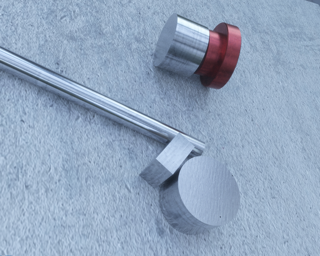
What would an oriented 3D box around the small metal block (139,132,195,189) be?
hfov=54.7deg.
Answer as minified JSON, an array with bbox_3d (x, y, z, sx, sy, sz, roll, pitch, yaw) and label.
[{"bbox_3d":[0.008,0.039,0.368,0.025,0.050,0.050,43,51,1],"label":"small metal block"}]

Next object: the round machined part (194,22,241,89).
[{"bbox_3d":[0.079,-0.110,0.468,0.042,0.097,0.098,11,57,-13],"label":"round machined part"}]

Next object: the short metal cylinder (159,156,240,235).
[{"bbox_3d":[0.045,0.080,0.364,0.081,0.050,0.080,14,56,-21],"label":"short metal cylinder"}]

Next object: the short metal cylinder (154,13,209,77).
[{"bbox_3d":[0.030,-0.121,0.459,0.050,0.080,0.080,17,55,-19],"label":"short metal cylinder"}]

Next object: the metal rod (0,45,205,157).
[{"bbox_3d":[-0.080,-0.033,0.380,0.301,0.025,0.025,25,53,-13],"label":"metal rod"}]
